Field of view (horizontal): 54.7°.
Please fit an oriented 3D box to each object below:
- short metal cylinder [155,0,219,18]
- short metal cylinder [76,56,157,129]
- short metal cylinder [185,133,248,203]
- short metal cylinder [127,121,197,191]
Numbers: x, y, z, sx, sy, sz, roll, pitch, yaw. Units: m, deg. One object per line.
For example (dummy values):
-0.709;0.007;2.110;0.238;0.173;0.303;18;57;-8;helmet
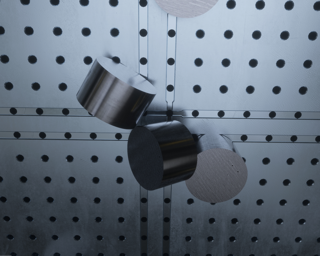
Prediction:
0.028;-0.163;0.340;0.081;0.050;0.079;0;110;0;short metal cylinder
-0.051;-0.042;0.368;0.080;0.080;0.050;30;107;-11;short metal cylinder
0.072;0.053;0.420;0.081;0.050;0.079;0;110;0;short metal cylinder
0.001;0.033;0.389;0.050;0.080;0.079;-10;115;-35;short metal cylinder
